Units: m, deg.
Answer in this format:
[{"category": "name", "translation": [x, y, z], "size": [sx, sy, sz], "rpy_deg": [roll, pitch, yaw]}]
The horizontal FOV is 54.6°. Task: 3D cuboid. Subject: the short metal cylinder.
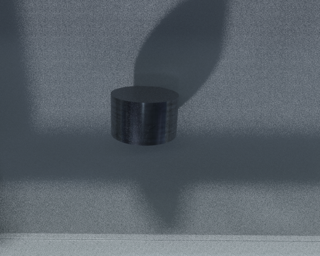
[{"category": "short metal cylinder", "translation": [-0.019, -0.017, 0.375], "size": [0.080, 0.080, 0.050], "rpy_deg": [2, 110, -1]}]
